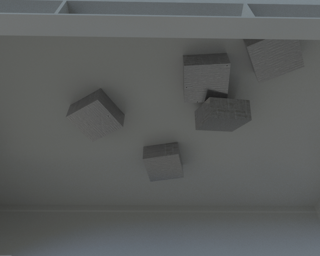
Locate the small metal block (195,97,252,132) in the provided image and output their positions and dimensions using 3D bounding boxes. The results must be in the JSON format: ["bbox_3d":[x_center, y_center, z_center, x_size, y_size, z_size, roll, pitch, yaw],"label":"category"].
[{"bbox_3d":[0.075,-0.015,0.377,0.050,0.025,0.050,3,163,-14],"label":"small metal block"}]

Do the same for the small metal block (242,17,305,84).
[{"bbox_3d":[0.124,-0.084,0.339,0.050,0.025,0.050,-20,128,16],"label":"small metal block"}]

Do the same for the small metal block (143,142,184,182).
[{"bbox_3d":[0.006,0.050,0.451,0.050,0.025,0.050,-9,130,7],"label":"small metal block"}]

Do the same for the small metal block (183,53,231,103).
[{"bbox_3d":[0.053,-0.058,0.360,0.050,0.025,0.050,-3,130,2],"label":"small metal block"}]

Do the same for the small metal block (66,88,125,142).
[{"bbox_3d":[-0.081,-0.015,0.395,0.050,0.025,0.050,-25,126,20],"label":"small metal block"}]
